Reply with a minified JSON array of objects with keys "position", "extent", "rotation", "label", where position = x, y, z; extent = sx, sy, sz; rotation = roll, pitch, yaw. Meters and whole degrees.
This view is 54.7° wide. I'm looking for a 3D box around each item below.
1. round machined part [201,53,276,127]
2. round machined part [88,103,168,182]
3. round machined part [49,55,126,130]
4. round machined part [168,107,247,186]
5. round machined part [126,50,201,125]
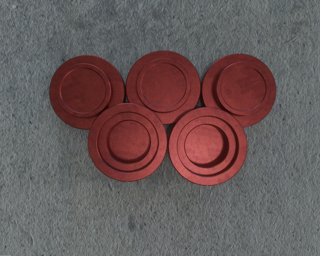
[{"position":[0.103,-0.049,0.404],"extent":[0.099,0.042,0.097],"rotation":[0,90,-1],"label":"round machined part"},{"position":[-0.040,0.018,0.402],"extent":[0.099,0.042,0.097],"rotation":[0,90,-1],"label":"round machined part"},{"position":[-0.095,-0.046,0.401],"extent":[0.099,0.042,0.097],"rotation":[0,90,-1],"label":"round machined part"},{"position":[0.059,0.023,0.403],"extent":[0.099,0.042,0.097],"rotation":[0,90,-1],"label":"round machined part"},{"position":[0.004,-0.053,0.403],"extent":[0.099,0.042,0.097],"rotation":[0,90,-1],"label":"round machined part"}]
